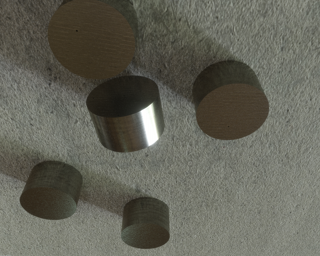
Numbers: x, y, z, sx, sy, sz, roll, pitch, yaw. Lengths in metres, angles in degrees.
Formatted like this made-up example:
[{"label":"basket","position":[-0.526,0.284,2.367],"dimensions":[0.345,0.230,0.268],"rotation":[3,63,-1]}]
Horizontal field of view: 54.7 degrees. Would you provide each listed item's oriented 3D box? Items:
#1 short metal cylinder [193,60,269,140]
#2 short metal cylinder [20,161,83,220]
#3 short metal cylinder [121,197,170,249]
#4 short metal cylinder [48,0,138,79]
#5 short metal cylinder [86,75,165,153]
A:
[{"label":"short metal cylinder","position":[0.081,-0.032,0.364],"dimensions":[0.081,0.050,0.079],"rotation":[0,130,0]},{"label":"short metal cylinder","position":[-0.162,0.095,0.470],"dimensions":[0.081,0.050,0.079],"rotation":[0,130,0]},{"label":"short metal cylinder","position":[-0.024,0.163,0.529],"dimensions":[0.081,0.050,0.079],"rotation":[0,130,0]},{"label":"short metal cylinder","position":[-0.064,-0.096,0.308],"dimensions":[0.081,0.050,0.079],"rotation":[0,130,0]},{"label":"short metal cylinder","position":[-0.038,-0.018,0.355],"dimensions":[0.080,0.080,0.050],"rotation":[-6,130,5]}]
